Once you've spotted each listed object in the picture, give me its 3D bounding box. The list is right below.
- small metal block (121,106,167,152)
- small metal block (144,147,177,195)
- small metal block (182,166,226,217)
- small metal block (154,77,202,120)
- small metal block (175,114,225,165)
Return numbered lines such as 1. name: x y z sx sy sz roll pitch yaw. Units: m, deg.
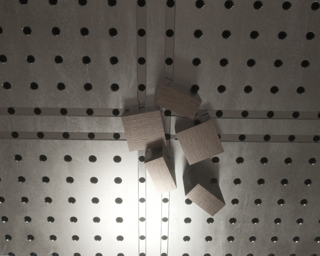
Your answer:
1. small metal block: -0.020 0.000 0.413 0.050 0.025 0.050 -10 110 3
2. small metal block: 0.001 0.053 0.420 0.025 0.050 0.050 -21 109 7
3. small metal block: 0.060 0.087 0.433 0.050 0.050 0.025 39 105 -13
4. small metal block: 0.021 -0.038 0.386 0.050 0.050 0.025 22 109 -8
5. small metal block: 0.053 0.015 0.420 0.050 0.025 0.050 -22 109 7
